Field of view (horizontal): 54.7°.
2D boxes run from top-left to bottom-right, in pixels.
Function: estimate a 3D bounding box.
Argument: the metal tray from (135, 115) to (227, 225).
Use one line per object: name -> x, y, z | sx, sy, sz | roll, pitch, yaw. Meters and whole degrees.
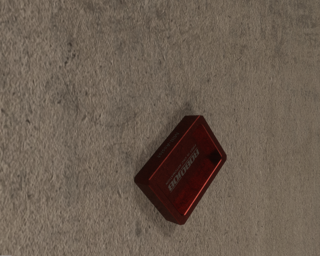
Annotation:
metal tray -> 0.035, 0.055, 0.432 | 0.130, 0.030, 0.090 | -50, 120, -29
